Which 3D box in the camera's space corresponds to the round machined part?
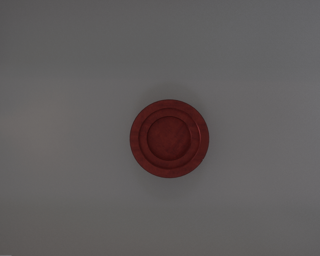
[{"bbox_3d":[0.012,0.013,0.403,0.099,0.042,0.097,0,90,0],"label":"round machined part"}]
